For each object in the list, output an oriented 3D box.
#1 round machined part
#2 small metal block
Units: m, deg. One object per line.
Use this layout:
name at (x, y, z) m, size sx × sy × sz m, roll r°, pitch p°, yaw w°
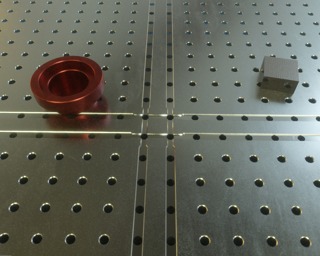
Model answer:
round machined part at (-0.128, -0.057, 0.443) m, size 0.099 × 0.042 × 0.098 m, roll 0°, pitch 50°, yaw 0°
small metal block at (0.184, -0.083, 0.479) m, size 0.050 × 0.025 × 0.050 m, roll 10°, pitch 51°, yaw 8°
